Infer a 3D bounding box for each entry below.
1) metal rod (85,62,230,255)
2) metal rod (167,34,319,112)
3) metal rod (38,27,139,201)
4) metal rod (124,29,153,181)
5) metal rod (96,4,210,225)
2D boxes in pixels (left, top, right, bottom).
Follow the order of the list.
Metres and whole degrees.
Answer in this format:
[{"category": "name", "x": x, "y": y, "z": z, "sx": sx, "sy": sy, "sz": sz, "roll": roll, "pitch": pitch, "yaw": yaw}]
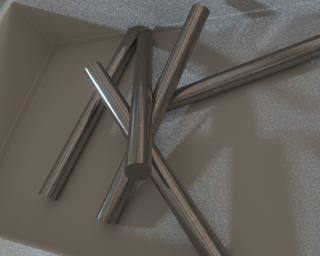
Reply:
[{"category": "metal rod", "x": -0.011, "y": 0.032, "z": 0.350, "sx": 0.025, "sy": 0.025, "sz": 0.299, "roll": -37, "pitch": 64, "yaw": 4}, {"category": "metal rod", "x": 0.086, "y": -0.062, "z": 0.398, "sx": 0.301, "sy": 0.025, "sz": 0.025, "roll": -19, "pitch": 54, "yaw": 16}, {"category": "metal rod", "x": -0.100, "y": -0.034, "z": 0.478, "sx": 0.025, "sy": 0.025, "sz": 0.300, "roll": 11, "pitch": 67, "yaw": 33}, {"category": "metal rod", "x": -0.022, "y": -0.056, "z": 0.399, "sx": 0.025, "sy": 0.025, "sz": 0.300, "roll": -21, "pitch": 37, "yaw": 16}, {"category": "metal rod", "x": -0.005, "y": -0.024, "z": 0.394, "sx": 0.025, "sy": 0.025, "sz": 0.299, "roll": 18, "pitch": 80, "yaw": 35}]
